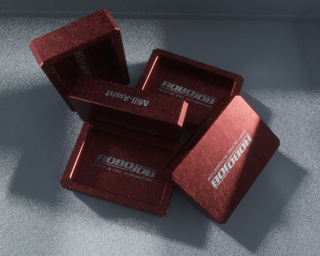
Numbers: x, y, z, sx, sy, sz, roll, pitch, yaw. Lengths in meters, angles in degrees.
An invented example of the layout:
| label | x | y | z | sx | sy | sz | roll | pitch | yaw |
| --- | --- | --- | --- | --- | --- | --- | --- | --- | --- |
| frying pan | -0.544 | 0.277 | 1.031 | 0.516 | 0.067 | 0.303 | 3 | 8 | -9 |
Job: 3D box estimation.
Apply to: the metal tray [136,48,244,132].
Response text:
| label | x | y | z | sx | sy | sz | roll | pitch | yaw |
| --- | --- | --- | --- | --- | --- | --- | --- | --- | --- |
| metal tray | 0.037 | -0.047 | 0.423 | 0.131 | 0.030 | 0.090 | 20 | 71 | 6 |

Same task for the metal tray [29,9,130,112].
| label | x | y | z | sx | sy | sz | roll | pitch | yaw |
| --- | --- | --- | --- | --- | --- | --- | --- | --- | --- |
| metal tray | -0.088 | -0.075 | 0.377 | 0.090 | 0.130 | 0.030 | -29 | 73 | -10 |

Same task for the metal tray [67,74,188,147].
| label | x | y | z | sx | sy | sz | roll | pitch | yaw |
| --- | --- | --- | --- | --- | --- | --- | --- | --- | --- |
| metal tray | -0.036 | -0.017 | 0.378 | 0.131 | 0.090 | 0.030 | 15 | 71 | 5 |

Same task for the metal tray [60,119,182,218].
| label | x | y | z | sx | sy | sz | roll | pitch | yaw |
| --- | --- | --- | --- | --- | --- | --- | --- | --- | --- |
| metal tray | -0.044 | 0.049 | 0.385 | 0.131 | 0.030 | 0.090 | 15 | 71 | 5 |

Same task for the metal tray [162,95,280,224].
| label | x | y | z | sx | sy | sz | roll | pitch | yaw |
| --- | --- | --- | --- | --- | --- | --- | --- | --- | --- |
| metal tray | 0.076 | 0.036 | 0.372 | 0.090 | 0.030 | 0.130 | 45 | 74 | -15 |
